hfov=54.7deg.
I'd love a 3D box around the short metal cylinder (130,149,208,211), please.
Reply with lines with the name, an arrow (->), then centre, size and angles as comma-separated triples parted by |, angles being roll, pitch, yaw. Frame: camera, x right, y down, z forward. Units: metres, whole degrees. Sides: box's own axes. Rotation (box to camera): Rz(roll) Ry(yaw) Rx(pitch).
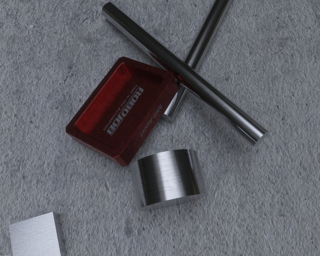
short metal cylinder -> 0.009, 0.061, 0.357 | 0.081, 0.080, 0.050 | -11, 71, -4

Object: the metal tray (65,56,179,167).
metal tray -> -0.047, -0.026, 0.400 | 0.090, 0.030, 0.130 | 24, 70, 27

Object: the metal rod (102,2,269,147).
metal rod -> 0.018, -0.084, 0.414 | 0.025, 0.025, 0.300 | -39, 66, -13

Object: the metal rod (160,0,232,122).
metal rod -> 0.069, -0.141, 0.460 | 0.025, 0.025, 0.300 | 24, 71, 8

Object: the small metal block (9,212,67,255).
small metal block -> -0.141, 0.130, 0.359 | 0.050, 0.025, 0.050 | -16, 71, -6
